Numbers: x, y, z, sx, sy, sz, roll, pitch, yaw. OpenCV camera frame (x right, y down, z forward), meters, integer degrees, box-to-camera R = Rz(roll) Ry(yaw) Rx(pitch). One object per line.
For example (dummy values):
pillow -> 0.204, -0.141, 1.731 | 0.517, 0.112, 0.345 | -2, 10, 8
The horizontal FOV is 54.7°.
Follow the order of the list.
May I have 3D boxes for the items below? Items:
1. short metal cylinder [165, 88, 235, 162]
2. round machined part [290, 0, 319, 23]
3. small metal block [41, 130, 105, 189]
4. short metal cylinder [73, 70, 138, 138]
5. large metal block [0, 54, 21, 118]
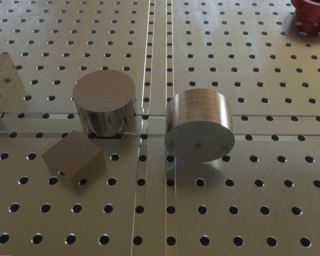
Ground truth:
short metal cylinder -> 0.047, -0.001, 0.373 | 0.080, 0.080, 0.050 | 2, 50, 1
round machined part -> 0.304, -0.240, 0.600 | 0.099, 0.042, 0.098 | 0, 50, 0
small metal block -> -0.104, 0.037, 0.376 | 0.050, 0.025, 0.050 | 31, 57, 23
short metal cylinder -> -0.072, -0.034, 0.419 | 0.081, 0.050, 0.080 | 0, 50, 0
large metal block -> -0.261, -0.063, 0.442 | 0.080, 0.050, 0.080 | 3, 50, 3
